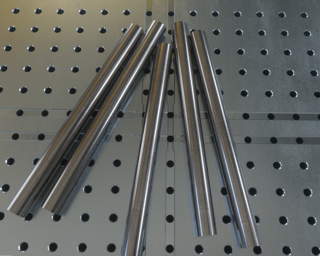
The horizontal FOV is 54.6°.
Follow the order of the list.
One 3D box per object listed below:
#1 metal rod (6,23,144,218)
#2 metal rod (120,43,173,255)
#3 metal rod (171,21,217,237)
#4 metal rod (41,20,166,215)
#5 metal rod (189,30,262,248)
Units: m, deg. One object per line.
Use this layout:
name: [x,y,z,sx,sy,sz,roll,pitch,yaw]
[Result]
metal rod: [-0.104,-0.023,0.419,0.025,0.025,0.300,26,72,9]
metal rod: [-0.014,0.021,0.404,0.025,0.025,0.299,8,70,3]
metal rod: [0.042,-0.013,0.417,0.025,0.025,0.299,-5,70,-2]
metal rod: [-0.067,-0.027,0.421,0.025,0.025,0.300,25,72,8]
metal rod: [0.081,0.000,0.412,0.025,0.025,0.299,-9,70,-3]
